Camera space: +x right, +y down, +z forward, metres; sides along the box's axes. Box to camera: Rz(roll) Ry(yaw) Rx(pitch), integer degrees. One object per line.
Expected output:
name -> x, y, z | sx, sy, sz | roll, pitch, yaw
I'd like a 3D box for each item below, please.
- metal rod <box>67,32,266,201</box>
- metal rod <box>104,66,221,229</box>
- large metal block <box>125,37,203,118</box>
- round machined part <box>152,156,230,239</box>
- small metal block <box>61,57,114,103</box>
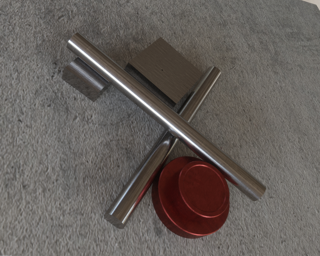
metal rod -> 0.009, -0.013, 0.387 | 0.300, 0.025, 0.025 | 40, 51, -2
metal rod -> 0.021, 0.003, 0.418 | 0.025, 0.025, 0.301 | 38, 51, -3
large metal block -> 0.000, -0.068, 0.434 | 0.080, 0.050, 0.080 | 41, 51, -1
round machined part -> 0.043, 0.078, 0.371 | 0.099, 0.042, 0.098 | 14, 56, -21
small metal block -> -0.089, -0.069, 0.401 | 0.050, 0.025, 0.050 | 37, 51, -4
